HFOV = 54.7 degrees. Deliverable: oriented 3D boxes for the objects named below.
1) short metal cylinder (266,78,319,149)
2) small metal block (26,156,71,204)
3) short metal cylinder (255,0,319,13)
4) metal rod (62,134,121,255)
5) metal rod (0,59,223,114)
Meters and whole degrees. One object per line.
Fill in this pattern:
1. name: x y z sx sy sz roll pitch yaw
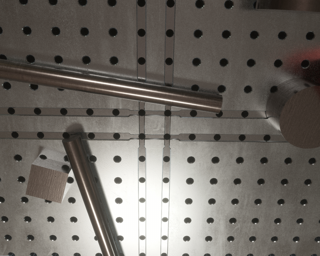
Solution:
1. short metal cylinder: 0.184 -0.020 0.395 0.081 0.050 0.079 0 110 0
2. small metal block: -0.156 0.073 0.438 0.050 0.025 0.050 17 109 -7
3. short metal cylinder: 0.147 -0.151 0.331 0.081 0.080 0.050 3 110 -2
4. metal rod: -0.087 0.150 0.467 0.025 0.025 0.298 -12 110 4
5. metal rod: -0.071 -0.054 0.392 0.302 0.025 0.025 9 110 -4
